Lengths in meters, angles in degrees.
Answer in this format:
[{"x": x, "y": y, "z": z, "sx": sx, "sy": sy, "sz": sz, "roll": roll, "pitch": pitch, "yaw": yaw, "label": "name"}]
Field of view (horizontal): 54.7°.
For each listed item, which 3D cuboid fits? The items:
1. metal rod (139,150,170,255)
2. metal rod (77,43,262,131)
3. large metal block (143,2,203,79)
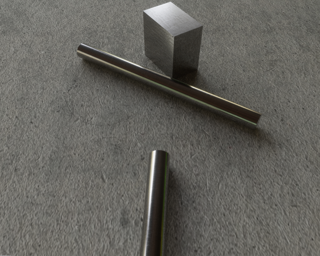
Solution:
[{"x": -0.009, "y": 0.148, "z": 0.278, "sx": 0.025, "sy": 0.025, "sz": 0.300, "roll": 3, "pitch": 50, "yaw": 2, "label": "metal rod"}, {"x": 0.001, "y": -0.068, "z": 0.459, "sx": 0.301, "sy": 0.025, "sz": 0.025, "roll": 25, "pitch": 54, "yaw": 19, "label": "metal rod"}, {"x": 0.018, "y": -0.135, "z": 0.481, "sx": 0.050, "sy": 0.080, "sz": 0.080, "roll": -27, "pitch": 55, "yaw": -21, "label": "large metal block"}]
